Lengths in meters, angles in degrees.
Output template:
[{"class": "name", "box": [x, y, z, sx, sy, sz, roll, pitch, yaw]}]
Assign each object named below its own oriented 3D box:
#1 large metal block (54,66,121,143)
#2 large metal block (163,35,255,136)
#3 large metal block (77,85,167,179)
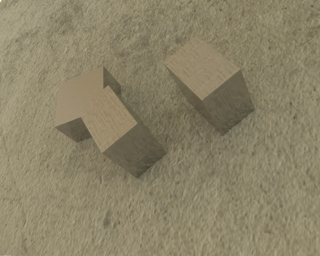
[{"class": "large metal block", "box": [-0.105, -0.035, 0.462, 0.080, 0.050, 0.080, -19, 54, 17]}, {"class": "large metal block", "box": [0.059, -0.049, 0.367, 0.050, 0.080, 0.080, -40, 51, 1]}, {"class": "large metal block", "box": [-0.046, 0.006, 0.388, 0.050, 0.080, 0.080, -40, 51, 1]}]
